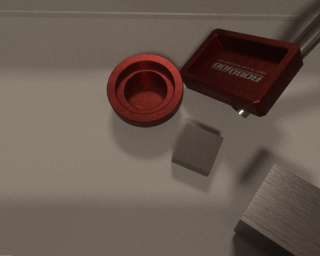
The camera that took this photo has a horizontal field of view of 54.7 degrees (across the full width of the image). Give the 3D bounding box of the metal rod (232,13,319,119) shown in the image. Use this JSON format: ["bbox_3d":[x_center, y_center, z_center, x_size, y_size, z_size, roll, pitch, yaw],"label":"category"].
[{"bbox_3d":[0.204,-0.130,0.388,0.025,0.025,0.299,45,103,14],"label":"metal rod"}]

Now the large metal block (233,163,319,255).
[{"bbox_3d":[0.142,0.101,0.349,0.080,0.050,0.080,31,65,21],"label":"large metal block"}]

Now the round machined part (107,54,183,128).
[{"bbox_3d":[-0.018,-0.046,0.415,0.099,0.042,0.098,-1,71,2],"label":"round machined part"}]

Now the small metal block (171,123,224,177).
[{"bbox_3d":[0.048,0.028,0.400,0.050,0.025,0.050,23,71,7],"label":"small metal block"}]

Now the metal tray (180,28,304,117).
[{"bbox_3d":[0.099,-0.076,0.397,0.130,0.030,0.090,30,77,42],"label":"metal tray"}]
